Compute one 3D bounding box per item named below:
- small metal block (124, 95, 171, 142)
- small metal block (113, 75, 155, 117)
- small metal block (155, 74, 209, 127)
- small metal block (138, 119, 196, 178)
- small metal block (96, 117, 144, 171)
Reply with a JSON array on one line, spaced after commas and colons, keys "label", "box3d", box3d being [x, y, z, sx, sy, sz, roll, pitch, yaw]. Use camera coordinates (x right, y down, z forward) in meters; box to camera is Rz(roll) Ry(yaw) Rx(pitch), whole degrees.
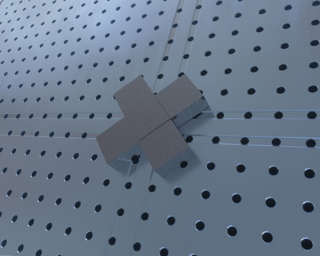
[{"label": "small metal block", "box3d": [-0.013, -0.008, 0.417, 0.050, 0.025, 0.050, -35, 51, 4]}, {"label": "small metal block", "box3d": [-0.033, -0.041, 0.449, 0.050, 0.025, 0.050, -35, 51, 4]}, {"label": "small metal block", "box3d": [0.029, -0.037, 0.414, 0.050, 0.025, 0.050, -35, 51, 4]}, {"label": "small metal block", "box3d": [0.008, 0.025, 0.387, 0.050, 0.025, 0.050, -35, 51, 4]}, {"label": "small metal block", "box3d": [-0.053, 0.021, 0.421, 0.050, 0.025, 0.050, -35, 51, 4]}]
